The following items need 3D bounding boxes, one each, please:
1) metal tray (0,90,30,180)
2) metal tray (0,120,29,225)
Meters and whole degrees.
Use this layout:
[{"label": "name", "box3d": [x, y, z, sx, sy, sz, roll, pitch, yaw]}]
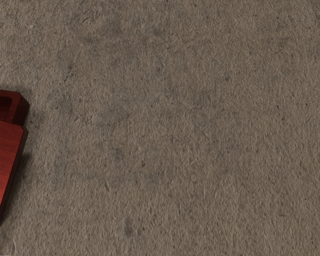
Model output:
[{"label": "metal tray", "box3d": [-0.234, 0.012, 0.398, 0.091, 0.030, 0.130, 8, 70, 2]}, {"label": "metal tray", "box3d": [-0.219, 0.050, 0.358, 0.091, 0.030, 0.129, 16, 82, -12]}]
